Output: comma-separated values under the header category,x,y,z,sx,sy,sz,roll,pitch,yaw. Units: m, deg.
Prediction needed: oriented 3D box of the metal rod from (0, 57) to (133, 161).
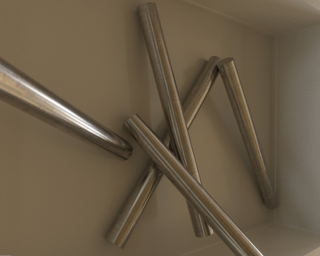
category,x,y,z,sx,sy,sz,roll,pitch,yaw
metal rod,-0.095,-0.021,0.240,0.300,0.025,0.025,44,60,-62

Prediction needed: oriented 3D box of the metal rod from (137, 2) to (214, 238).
category,x,y,z,sx,sy,sz,roll,pitch,yaw
metal rod,0.020,-0.009,0.395,0.025,0.025,0.298,-15,91,-39

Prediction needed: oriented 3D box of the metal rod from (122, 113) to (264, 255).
category,x,y,z,sx,sy,sz,roll,pitch,yaw
metal rod,0.063,0.102,0.368,0.300,0.025,0.025,48,57,4

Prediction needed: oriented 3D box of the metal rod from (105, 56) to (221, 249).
category,x,y,z,sx,sy,sz,roll,pitch,yaw
metal rod,0.017,0.017,0.420,0.025,0.025,0.300,45,63,-31

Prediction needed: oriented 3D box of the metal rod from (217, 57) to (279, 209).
category,x,y,z,sx,sy,sz,roll,pitch,yaw
metal rod,0.153,0.023,0.517,0.025,0.025,0.299,-44,122,-31
